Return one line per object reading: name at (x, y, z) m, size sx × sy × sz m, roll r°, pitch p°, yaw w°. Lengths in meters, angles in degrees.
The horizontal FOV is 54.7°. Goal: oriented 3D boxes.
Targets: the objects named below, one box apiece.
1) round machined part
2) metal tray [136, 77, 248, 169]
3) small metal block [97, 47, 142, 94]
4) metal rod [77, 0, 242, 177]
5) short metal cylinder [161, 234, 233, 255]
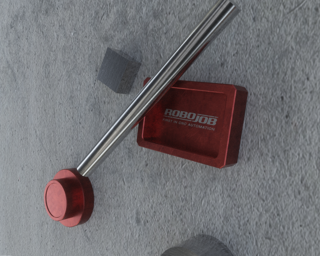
round machined part at (-0.159, 0.118, 0.522) m, size 0.098 × 0.042 × 0.097 m, roll 0°, pitch 90°, yaw 39°
metal tray at (0.033, -0.011, 0.372) m, size 0.130 × 0.030 × 0.089 m, roll 12°, pitch 98°, yaw 39°
small metal block at (-0.061, -0.083, 0.453) m, size 0.050 × 0.025 × 0.050 m, roll 37°, pitch 113°, yaw 33°
metal rod at (-0.019, -0.032, 0.379) m, size 0.299 × 0.025 × 0.025 m, roll -46°, pitch 63°, yaw 30°
short metal cylinder at (0.043, 0.169, 0.352) m, size 0.080 × 0.050 × 0.079 m, roll 0°, pitch 90°, yaw 39°
